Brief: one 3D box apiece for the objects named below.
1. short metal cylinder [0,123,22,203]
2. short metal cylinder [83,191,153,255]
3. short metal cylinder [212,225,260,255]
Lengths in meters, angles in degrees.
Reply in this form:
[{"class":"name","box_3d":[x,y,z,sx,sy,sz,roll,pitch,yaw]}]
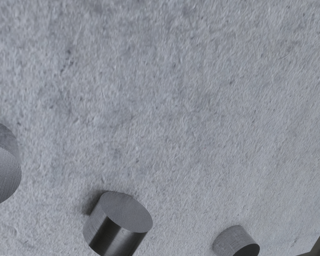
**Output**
[{"class":"short metal cylinder","box_3d":[-0.185,0.036,0.312,0.081,0.050,0.079,-14,125,-21]},{"class":"short metal cylinder","box_3d":[-0.057,0.132,0.423,0.080,0.080,0.050,21,107,-36]},{"class":"short metal cylinder","box_3d":[0.154,0.246,0.631,0.081,0.050,0.079,-14,125,-21]}]
